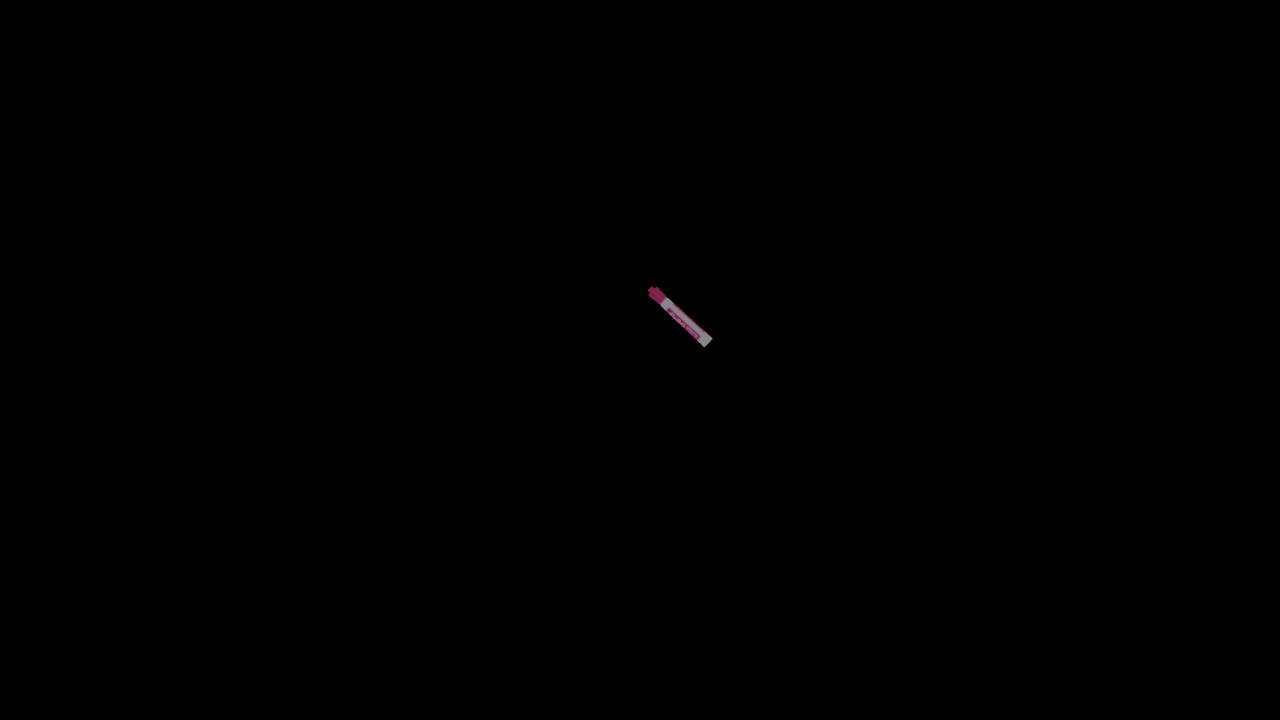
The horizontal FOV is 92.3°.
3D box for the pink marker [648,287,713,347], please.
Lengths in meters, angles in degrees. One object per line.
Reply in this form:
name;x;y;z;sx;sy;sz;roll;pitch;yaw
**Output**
pink marker;0.059;-0.067;0.921;0.121;0.020;0.020;44;5;5
